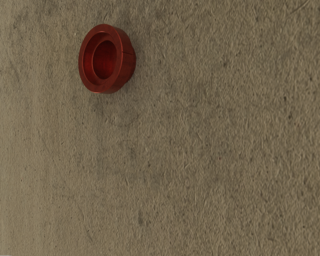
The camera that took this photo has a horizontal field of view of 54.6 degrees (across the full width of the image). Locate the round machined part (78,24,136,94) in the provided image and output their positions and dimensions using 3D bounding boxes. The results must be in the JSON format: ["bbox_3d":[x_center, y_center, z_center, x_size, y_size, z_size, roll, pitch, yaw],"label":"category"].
[{"bbox_3d":[-0.073,-0.098,0.456,0.098,0.042,0.097,0,90,40],"label":"round machined part"}]
